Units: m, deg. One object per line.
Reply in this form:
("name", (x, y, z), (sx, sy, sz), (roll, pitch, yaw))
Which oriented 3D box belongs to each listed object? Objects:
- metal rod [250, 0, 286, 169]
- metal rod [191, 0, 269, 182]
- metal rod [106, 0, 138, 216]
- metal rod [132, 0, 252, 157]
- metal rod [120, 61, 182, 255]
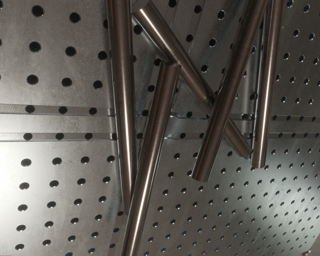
("metal rod", (0.158, -0.059, 0.463), (0.025, 0.025, 0.298), (-19, 126, -18))
("metal rod", (0.094, -0.069, 0.396), (0.025, 0.025, 0.298), (6, 108, -32))
("metal rod", (-0.042, -0.004, 0.387), (0.025, 0.025, 0.298), (-14, 124, -21))
("metal rod", (0.059, -0.045, 0.417), (0.025, 0.025, 0.300), (-43, 130, 1))
("metal rod", (-0.018, 0.061, 0.409), (0.025, 0.025, 0.298), (-1, 117, -29))
